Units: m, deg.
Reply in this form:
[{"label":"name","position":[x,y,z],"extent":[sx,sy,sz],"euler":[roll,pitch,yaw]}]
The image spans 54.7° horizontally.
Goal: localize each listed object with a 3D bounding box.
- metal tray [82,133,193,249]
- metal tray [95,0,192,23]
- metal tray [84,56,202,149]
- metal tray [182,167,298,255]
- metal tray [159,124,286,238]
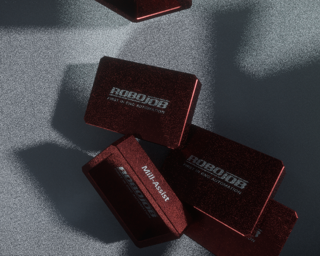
[{"label":"metal tray","position":[-0.031,0.081,0.381],"extent":[0.090,0.030,0.130],"euler":[-35,91,44]},{"label":"metal tray","position":[-0.033,-0.163,0.343],"extent":[0.090,0.131,0.030],"euler":[-3,84,33]},{"label":"metal tray","position":[-0.023,-0.033,0.389],"extent":[0.130,0.030,0.090],"euler":[15,90,18]},{"label":"metal tray","position":[0.087,0.110,0.380],"extent":[0.130,0.030,0.090],"euler":[27,88,28]},{"label":"metal tray","position":[0.069,0.058,0.370],"extent":[0.130,0.030,0.090],"euler":[24,79,31]}]
